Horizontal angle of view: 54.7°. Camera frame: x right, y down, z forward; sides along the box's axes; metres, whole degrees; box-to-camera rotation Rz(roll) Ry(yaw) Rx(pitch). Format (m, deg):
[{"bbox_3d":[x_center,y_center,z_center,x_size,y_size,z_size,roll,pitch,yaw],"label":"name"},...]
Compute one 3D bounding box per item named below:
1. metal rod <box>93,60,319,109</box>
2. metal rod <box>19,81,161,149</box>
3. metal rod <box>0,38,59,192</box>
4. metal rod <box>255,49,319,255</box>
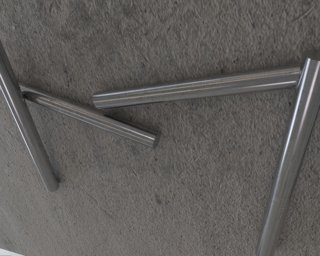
[{"bbox_3d":[0.047,-0.046,0.353,0.300,0.025,0.025,-3,117,29],"label":"metal rod"},{"bbox_3d":[-0.140,-0.032,0.460,0.301,0.025,0.025,20,126,16],"label":"metal rod"},{"bbox_3d":[-0.212,-0.005,0.490,0.025,0.025,0.298,13,132,21],"label":"metal rod"},{"bbox_3d":[0.141,0.058,0.349,0.025,0.025,0.298,13,130,21],"label":"metal rod"}]
